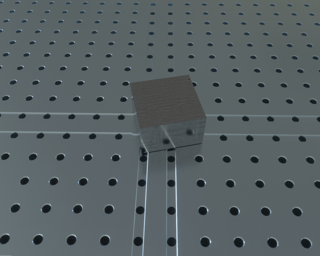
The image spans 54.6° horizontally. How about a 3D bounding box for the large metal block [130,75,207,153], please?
[{"bbox_3d":[0.008,-0.020,0.407,0.080,0.050,0.080,-9,51,-8],"label":"large metal block"}]
